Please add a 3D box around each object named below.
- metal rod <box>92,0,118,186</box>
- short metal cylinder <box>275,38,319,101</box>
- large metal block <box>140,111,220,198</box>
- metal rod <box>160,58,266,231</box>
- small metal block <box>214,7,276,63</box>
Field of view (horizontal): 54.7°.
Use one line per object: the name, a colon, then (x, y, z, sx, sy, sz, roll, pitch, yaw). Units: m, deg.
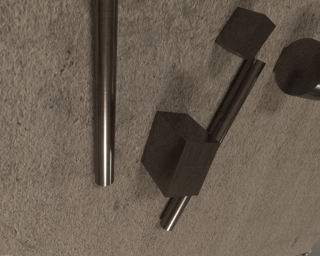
metal rod: (-0.060, -0.060, 0.337, 0.025, 0.025, 0.298, -9, 122, -24)
short metal cylinder: (0.214, -0.082, 0.440, 0.050, 0.080, 0.079, 6, 115, -32)
large metal block: (0.023, 0.033, 0.405, 0.050, 0.080, 0.079, 4, 117, -31)
metal rod: (0.072, 0.034, 0.469, 0.025, 0.025, 0.298, 13, 112, -34)
small metal block: (0.102, -0.115, 0.378, 0.025, 0.050, 0.050, 24, 105, -37)
